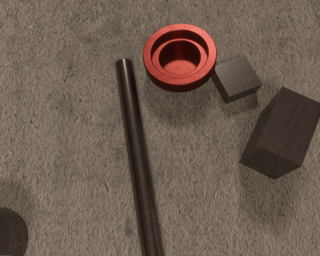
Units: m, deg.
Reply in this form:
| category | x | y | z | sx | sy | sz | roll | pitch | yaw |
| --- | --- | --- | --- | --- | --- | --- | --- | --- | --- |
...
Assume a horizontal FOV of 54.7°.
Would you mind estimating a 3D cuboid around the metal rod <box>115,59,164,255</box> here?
| category | x | y | z | sx | sy | sz | roll | pitch | yaw |
| --- | --- | --- | --- | --- | --- | --- | --- | --- | --- |
| metal rod | -0.026 | 0.047 | 0.390 | 0.025 | 0.025 | 0.299 | -9 | 70 | -4 |

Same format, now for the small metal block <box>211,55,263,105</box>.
| category | x | y | z | sx | sy | sz | roll | pitch | yaw |
| --- | --- | --- | --- | --- | --- | --- | --- | --- | --- |
| small metal block | 0.106 | -0.068 | 0.434 | 0.050 | 0.025 | 0.050 | -22 | 72 | -8 |

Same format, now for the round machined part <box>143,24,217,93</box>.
| category | x | y | z | sx | sy | sz | roll | pitch | yaw |
| --- | --- | --- | --- | --- | --- | --- | --- | --- | --- |
| round machined part | 0.028 | -0.092 | 0.429 | 0.099 | 0.042 | 0.098 | -2 | 68 | 5 |

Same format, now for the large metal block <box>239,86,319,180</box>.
| category | x | y | z | sx | sy | sz | roll | pitch | yaw |
| --- | --- | --- | --- | --- | --- | --- | --- | --- | --- |
| large metal block | 0.144 | 0.010 | 0.377 | 0.050 | 0.080 | 0.080 | 26 | 72 | 9 |

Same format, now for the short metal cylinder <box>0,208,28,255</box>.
| category | x | y | z | sx | sy | sz | roll | pitch | yaw |
| --- | --- | --- | --- | --- | --- | --- | --- | --- | --- |
| short metal cylinder | -0.198 | 0.128 | 0.346 | 0.081 | 0.050 | 0.080 | 0 | 70 | 0 |
